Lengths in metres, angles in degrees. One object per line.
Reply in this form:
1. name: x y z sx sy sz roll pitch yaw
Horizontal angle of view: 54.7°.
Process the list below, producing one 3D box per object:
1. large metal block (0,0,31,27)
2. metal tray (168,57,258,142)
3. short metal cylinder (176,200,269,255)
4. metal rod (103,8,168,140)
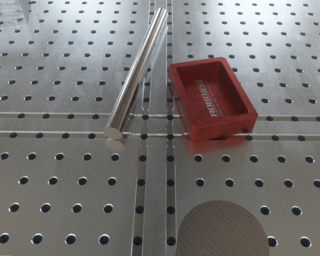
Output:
1. large metal block: -0.298 -0.237 0.589 0.081 0.050 0.080 -8 51 -7
2. metal tray: 0.070 -0.046 0.442 0.091 0.030 0.130 -10 51 -8
3. short metal cylinder: 0.056 0.117 0.294 0.080 0.050 0.080 0 50 0
4. metal rod: -0.029 -0.105 0.495 0.025 0.025 0.300 10 51 8
